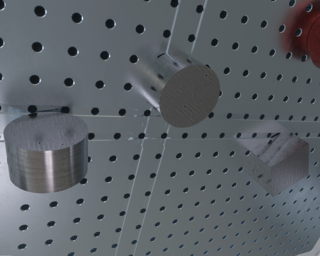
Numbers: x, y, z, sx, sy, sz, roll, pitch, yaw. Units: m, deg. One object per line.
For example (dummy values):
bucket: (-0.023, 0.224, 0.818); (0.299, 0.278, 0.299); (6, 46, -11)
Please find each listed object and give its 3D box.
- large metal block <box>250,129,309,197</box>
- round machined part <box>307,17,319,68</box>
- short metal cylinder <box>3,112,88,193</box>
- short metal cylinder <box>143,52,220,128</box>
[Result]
large metal block: (0.214, 0.063, 0.550); (0.080, 0.050, 0.080); (-28, 128, -11)
round machined part: (0.261, -0.134, 0.459); (0.099, 0.042, 0.097); (-14, 124, -21)
short metal cylinder: (-0.117, 0.023, 0.326); (0.081, 0.080, 0.050); (-7, 122, -25)
short metal cylinder: (0.026, -0.047, 0.380); (0.081, 0.050, 0.079); (-14, 124, -21)
